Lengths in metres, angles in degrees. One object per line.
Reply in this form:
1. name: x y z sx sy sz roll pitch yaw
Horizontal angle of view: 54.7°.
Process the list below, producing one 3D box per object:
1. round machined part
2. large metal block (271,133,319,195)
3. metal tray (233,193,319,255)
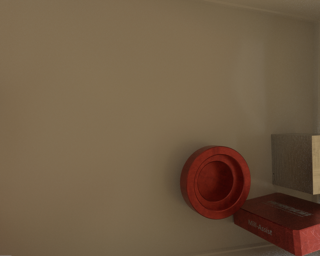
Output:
1. round machined part: 0.072 0.073 0.430 0.099 0.042 0.097 0 90 -21
2. large metal block: 0.215 0.049 0.463 0.050 0.080 0.079 -2 91 -20
3. metal tray: 0.172 0.124 0.420 0.091 0.130 0.030 -8 93 -20
